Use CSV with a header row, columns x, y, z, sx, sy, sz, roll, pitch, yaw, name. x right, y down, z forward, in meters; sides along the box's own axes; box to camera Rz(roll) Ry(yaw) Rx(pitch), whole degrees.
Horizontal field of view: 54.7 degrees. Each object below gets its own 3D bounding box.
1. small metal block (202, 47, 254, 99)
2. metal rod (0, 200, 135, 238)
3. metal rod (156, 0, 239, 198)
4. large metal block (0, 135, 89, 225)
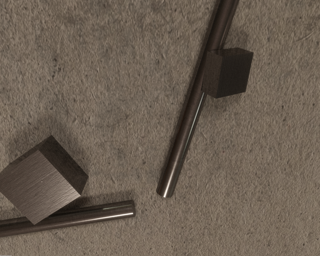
x,y,z,sx,sy,sz,roll,pitch,yaw,name
0.081,-0.067,0.370,0.050,0.025,0.050,-15,124,-31,small metal block
-0.187,0.142,0.459,0.302,0.025,0.025,-9,110,3,metal rod
0.047,-0.042,0.394,0.025,0.025,0.298,15,109,-6,metal rod
-0.159,0.070,0.420,0.080,0.050,0.080,-33,107,11,large metal block
